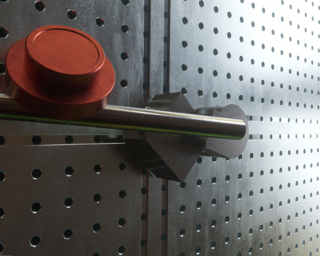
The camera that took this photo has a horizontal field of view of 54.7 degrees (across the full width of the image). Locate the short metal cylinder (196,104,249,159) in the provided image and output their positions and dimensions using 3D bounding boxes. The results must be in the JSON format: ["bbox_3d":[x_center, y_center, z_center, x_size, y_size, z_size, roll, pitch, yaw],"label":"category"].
[{"bbox_3d":[0.090,0.005,0.471,0.081,0.050,0.079,0,90,-40],"label":"short metal cylinder"}]

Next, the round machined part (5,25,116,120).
[{"bbox_3d":[-0.089,-0.058,0.289,0.099,0.042,0.098,14,48,-15],"label":"round machined part"}]

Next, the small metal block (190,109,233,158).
[{"bbox_3d":[0.071,0.007,0.403,0.050,0.025,0.050,24,75,-38],"label":"small metal block"}]

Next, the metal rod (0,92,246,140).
[{"bbox_3d":[-0.041,-0.011,0.319,0.302,0.025,0.025,5,87,-23],"label":"metal rod"}]

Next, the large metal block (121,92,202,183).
[{"bbox_3d":[0.011,0.011,0.401,0.080,0.050,0.080,52,60,-28],"label":"large metal block"}]
